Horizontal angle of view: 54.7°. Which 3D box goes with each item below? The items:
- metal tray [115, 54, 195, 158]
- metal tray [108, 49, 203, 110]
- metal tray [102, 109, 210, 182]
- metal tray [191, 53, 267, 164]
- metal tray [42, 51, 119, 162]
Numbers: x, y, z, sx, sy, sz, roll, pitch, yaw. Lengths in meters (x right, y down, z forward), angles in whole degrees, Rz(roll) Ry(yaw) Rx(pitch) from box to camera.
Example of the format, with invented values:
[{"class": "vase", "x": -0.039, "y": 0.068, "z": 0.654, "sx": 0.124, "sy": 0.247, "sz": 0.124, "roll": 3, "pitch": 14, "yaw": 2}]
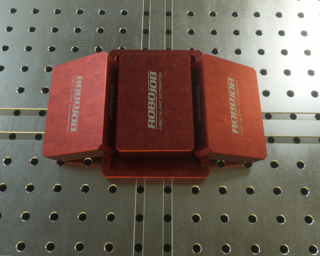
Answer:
[{"class": "metal tray", "x": -0.006, "y": -0.030, "z": 0.388, "sx": 0.091, "sy": 0.030, "sz": 0.130, "roll": 0, "pitch": 70, "yaw": -1}, {"class": "metal tray", "x": -0.006, "y": -0.063, "z": 0.432, "sx": 0.131, "sy": 0.030, "sz": 0.090, "roll": 0, "pitch": 70, "yaw": -1}, {"class": "metal tray", "x": -0.005, "y": 0.022, "z": 0.401, "sx": 0.131, "sy": 0.030, "sz": 0.090, "roll": 0, "pitch": 70, "yaw": -1}, {"class": "metal tray", "x": 0.087, "y": -0.024, "z": 0.399, "sx": 0.091, "sy": 0.030, "sz": 0.130, "roll": 9, "pitch": 68, "yaw": -26}, {"class": "metal tray", "x": -0.100, "y": -0.027, "z": 0.399, "sx": 0.090, "sy": 0.030, "sz": 0.130, "roll": -9, "pitch": 68, "yaw": 24}]
